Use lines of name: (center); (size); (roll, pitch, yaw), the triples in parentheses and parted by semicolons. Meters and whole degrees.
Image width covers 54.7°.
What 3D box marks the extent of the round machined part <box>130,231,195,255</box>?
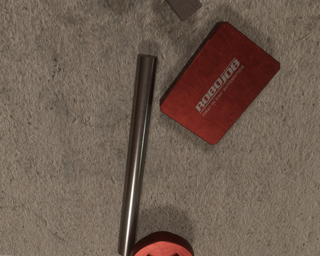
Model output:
round machined part: (0.003, 0.198, 0.473); (0.099, 0.042, 0.097); (-1, 111, -3)

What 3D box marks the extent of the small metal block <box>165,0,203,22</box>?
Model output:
small metal block: (0.019, -0.147, 0.343); (0.025, 0.050, 0.050); (-38, 106, 12)

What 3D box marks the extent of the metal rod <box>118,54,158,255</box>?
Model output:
metal rod: (-0.034, 0.051, 0.428); (0.025, 0.025, 0.298); (7, 110, -3)

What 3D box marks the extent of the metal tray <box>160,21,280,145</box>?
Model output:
metal tray: (0.071, -0.054, 0.388); (0.090, 0.030, 0.129); (34, 106, -12)
